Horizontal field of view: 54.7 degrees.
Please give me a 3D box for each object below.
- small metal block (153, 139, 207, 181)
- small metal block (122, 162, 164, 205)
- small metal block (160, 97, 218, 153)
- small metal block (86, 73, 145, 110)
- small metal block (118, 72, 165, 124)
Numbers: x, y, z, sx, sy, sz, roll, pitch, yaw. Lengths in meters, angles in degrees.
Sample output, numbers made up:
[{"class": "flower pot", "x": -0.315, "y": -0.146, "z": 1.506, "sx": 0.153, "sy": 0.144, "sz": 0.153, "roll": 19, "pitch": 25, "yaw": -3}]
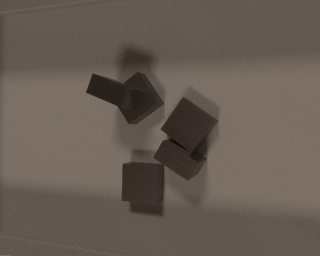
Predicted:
[{"class": "small metal block", "x": 0.027, "y": 0.038, "z": 0.387, "sx": 0.050, "sy": 0.050, "sz": 0.025, "roll": 32, "pitch": 101, "yaw": 16}, {"class": "small metal block", "x": -0.023, "y": 0.073, "z": 0.418, "sx": 0.050, "sy": 0.025, "sz": 0.050, "roll": 2, "pitch": 91, "yaw": 19}, {"class": "small metal block", "x": 0.038, "y": -0.004, "z": 0.397, "sx": 0.050, "sy": 0.025, "sz": 0.050, "roll": 38, "pitch": 101, "yaw": 15}, {"class": "small metal block", "x": -0.055, "y": -0.045, "z": 0.389, "sx": 0.050, "sy": 0.050, "sz": 0.025, "roll": 23, "pitch": 98, "yaw": 18}, {"class": "small metal block", "x": -0.031, "y": -0.040, "z": 0.420, "sx": 0.050, "sy": 0.025, "sz": 0.050, "roll": -36, "pitch": 79, "yaw": 16}]
